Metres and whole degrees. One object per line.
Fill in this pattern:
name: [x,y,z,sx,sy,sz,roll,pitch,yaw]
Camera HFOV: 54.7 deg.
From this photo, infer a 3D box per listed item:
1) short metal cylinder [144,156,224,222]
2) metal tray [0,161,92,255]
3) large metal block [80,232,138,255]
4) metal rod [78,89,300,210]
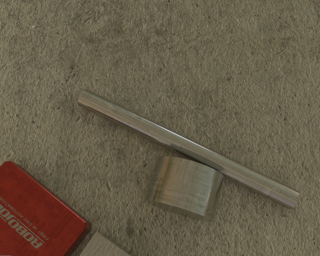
short metal cylinder: [0.027,0.070,0.354,0.080,0.080,0.050,16,71,5]
metal tray: [-0.159,0.112,0.363,0.130,0.030,0.090,35,73,11]
large metal block: [-0.056,0.170,0.332,0.080,0.050,0.080,31,73,10]
metal rod: [0.029,0.023,0.399,0.301,0.025,0.025,26,72,9]
